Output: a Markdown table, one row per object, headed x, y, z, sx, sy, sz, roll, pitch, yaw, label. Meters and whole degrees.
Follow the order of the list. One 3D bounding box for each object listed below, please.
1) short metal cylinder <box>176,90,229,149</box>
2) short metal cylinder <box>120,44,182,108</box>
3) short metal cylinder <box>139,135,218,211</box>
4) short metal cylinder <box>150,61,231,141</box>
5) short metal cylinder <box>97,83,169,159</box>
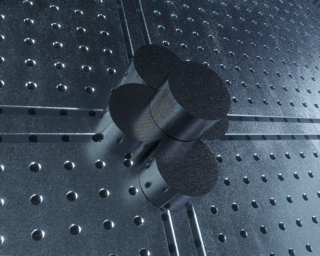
| x | y | z | sx | sy | sz | roll | pitch | yaw | label |
| --- | --- | --- | --- | --- | --- | --- | --- | --- | --- |
| 0.045 | -0.008 | 0.420 | 0.081 | 0.050 | 0.080 | 14 | 56 | -21 | short metal cylinder |
| -0.008 | -0.068 | 0.428 | 0.081 | 0.050 | 0.080 | 14 | 56 | -22 | short metal cylinder |
| 0.022 | 0.052 | 0.371 | 0.081 | 0.050 | 0.080 | 14 | 54 | -20 | short metal cylinder |
| 0.035 | -0.031 | 0.364 | 0.081 | 0.050 | 0.080 | 14 | 56 | -21 | short metal cylinder |
| -0.031 | -0.008 | 0.380 | 0.081 | 0.050 | 0.080 | 14 | 56 | -21 | short metal cylinder |
